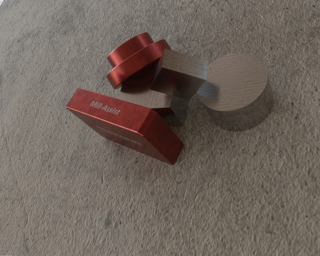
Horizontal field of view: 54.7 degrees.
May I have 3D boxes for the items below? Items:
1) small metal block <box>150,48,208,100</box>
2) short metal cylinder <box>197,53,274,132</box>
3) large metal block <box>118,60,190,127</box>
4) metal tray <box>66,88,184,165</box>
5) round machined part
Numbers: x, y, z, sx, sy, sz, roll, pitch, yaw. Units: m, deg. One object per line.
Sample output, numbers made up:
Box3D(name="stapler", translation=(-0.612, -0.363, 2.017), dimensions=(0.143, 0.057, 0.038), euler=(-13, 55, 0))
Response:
Box3D(name="small metal block", translation=(0.021, -0.060, 0.356), dimensions=(0.050, 0.050, 0.025), euler=(14, 65, -11))
Box3D(name="short metal cylinder", translation=(0.090, -0.042, 0.369), dimensions=(0.080, 0.050, 0.080), euler=(-13, 56, 21))
Box3D(name="large metal block", translation=(-0.005, -0.047, 0.422), dimensions=(0.080, 0.050, 0.080), euler=(-1, 61, 27))
Box3D(name="metal tray", translation=(-0.044, -0.002, 0.387), dimensions=(0.130, 0.090, 0.030), euler=(18, 72, 35))
Box3D(name="round machined part", translation=(-0.035, -0.098, 0.436), dimensions=(0.098, 0.098, 0.042), euler=(-32, 96, 7))
